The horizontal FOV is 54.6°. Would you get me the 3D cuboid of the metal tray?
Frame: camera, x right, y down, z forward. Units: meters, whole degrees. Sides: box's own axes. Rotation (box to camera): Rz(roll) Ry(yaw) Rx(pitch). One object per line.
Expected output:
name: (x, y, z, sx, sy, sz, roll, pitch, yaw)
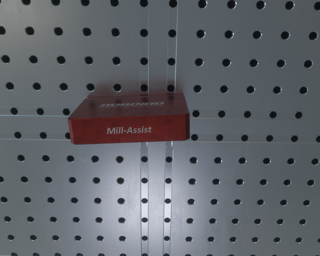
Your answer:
metal tray: (-0.033, -0.013, 0.373, 0.131, 0.090, 0.030, -2, 110, 1)
